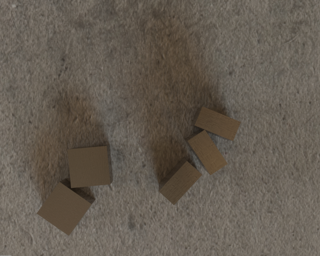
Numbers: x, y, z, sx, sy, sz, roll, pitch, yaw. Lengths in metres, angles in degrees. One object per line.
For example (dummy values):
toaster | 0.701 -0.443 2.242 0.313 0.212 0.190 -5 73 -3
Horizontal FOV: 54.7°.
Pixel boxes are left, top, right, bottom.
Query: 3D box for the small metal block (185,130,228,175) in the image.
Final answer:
small metal block | 0.057 0.029 0.398 0.025 0.050 0.050 -34 91 0

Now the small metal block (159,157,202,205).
small metal block | 0.025 0.066 0.398 0.025 0.050 0.050 43 90 -1

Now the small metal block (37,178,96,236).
small metal block | -0.123 0.103 0.408 0.050 0.025 0.050 35 90 -1

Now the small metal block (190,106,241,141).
small metal block | 0.070 -0.005 0.398 0.050 0.050 0.025 22 90 -1

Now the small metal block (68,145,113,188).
small metal block | -0.091 0.050 0.409 0.050 0.025 0.050 -5 90 -1
